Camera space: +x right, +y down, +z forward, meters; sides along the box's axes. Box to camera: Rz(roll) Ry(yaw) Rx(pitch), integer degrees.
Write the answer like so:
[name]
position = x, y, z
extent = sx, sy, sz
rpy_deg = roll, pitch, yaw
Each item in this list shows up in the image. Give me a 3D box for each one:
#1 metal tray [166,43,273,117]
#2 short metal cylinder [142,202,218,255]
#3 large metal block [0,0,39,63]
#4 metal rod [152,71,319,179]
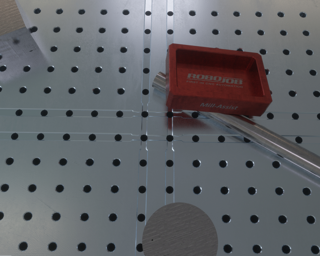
[metal tray]
position = 0.074, -0.065, 0.413
extent = 0.131, 0.030, 0.090
rpy_deg = 5, 56, -7
[short metal cylinder]
position = 0.021, 0.128, 0.352
extent = 0.081, 0.050, 0.080
rpy_deg = 0, 70, 0
[large metal block]
position = -0.236, -0.147, 0.450
extent = 0.080, 0.050, 0.080
rpy_deg = -24, 72, -9
[metal rod]
position = 0.124, 0.005, 0.410
extent = 0.301, 0.025, 0.025
rpy_deg = 30, 73, 10
